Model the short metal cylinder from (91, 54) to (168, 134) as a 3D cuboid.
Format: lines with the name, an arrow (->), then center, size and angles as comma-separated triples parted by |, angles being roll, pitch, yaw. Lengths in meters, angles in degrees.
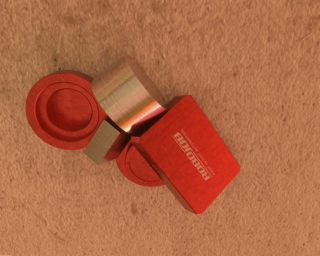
short metal cylinder -> -0.035, -0.040, 0.367 | 0.050, 0.080, 0.080 | -36, 107, 12

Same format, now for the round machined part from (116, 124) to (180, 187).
round machined part -> -0.011, 0.037, 0.415 | 0.099, 0.042, 0.097 | 0, 110, -1

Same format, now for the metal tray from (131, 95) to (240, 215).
metal tray -> 0.036, 0.034, 0.398 | 0.090, 0.030, 0.130 | -43, 108, -19

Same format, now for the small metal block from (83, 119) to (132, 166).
small metal block -> -0.060, 0.015, 0.383 | 0.025, 0.050, 0.050 | 39, 107, 12

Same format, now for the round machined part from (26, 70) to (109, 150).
round machined part -> -0.112, -0.025, 0.391 | 0.099, 0.042, 0.097 | 0, 110, -1
